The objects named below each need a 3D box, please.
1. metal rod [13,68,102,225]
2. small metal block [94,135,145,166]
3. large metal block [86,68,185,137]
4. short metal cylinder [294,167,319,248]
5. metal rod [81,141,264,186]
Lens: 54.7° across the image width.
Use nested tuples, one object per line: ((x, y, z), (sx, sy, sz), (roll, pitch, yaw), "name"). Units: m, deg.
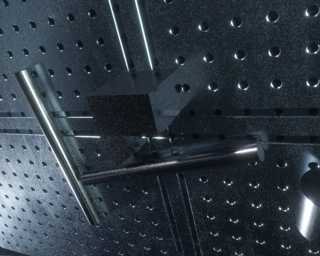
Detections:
((-0.165, 0.044, 0.525), (0.025, 0.025, 0.298), (-5, 116, 30), "metal rod")
((-0.060, 0.021, 0.456), (0.050, 0.025, 0.050), (48, 129, -6), "small metal block")
((-0.025, -0.032, 0.369), (0.080, 0.080, 0.050), (2, 119, 27), "large metal block")
((0.189, 0.084, 0.328), (0.080, 0.080, 0.050), (8, 122, 24), "short metal cylinder")
((-0.003, 0.057, 0.447), (0.300, 0.025, 0.025), (-14, 112, 33), "metal rod")
